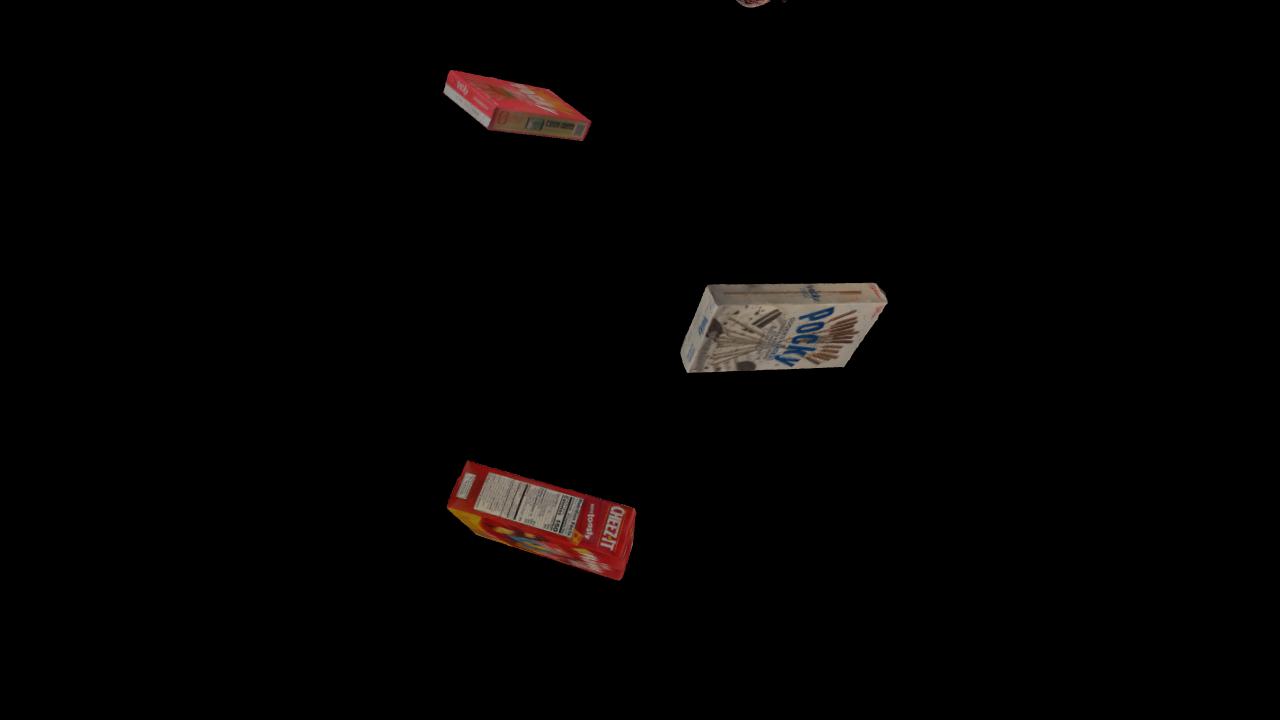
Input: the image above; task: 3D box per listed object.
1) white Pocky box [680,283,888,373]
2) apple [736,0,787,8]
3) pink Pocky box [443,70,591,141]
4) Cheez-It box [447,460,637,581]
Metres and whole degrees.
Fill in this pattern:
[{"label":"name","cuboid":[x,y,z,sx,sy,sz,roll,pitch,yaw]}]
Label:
[{"label":"white Pocky box","cuboid":[0.116,-0.026,0.506,0.154,0.028,0.084,-2,-40,-18]},{"label":"apple","cuboid":[0.099,-0.334,0.494,0.079,0.093,0.079,-22,28,13]},{"label":"pink Pocky box","cuboid":[-0.135,-0.289,0.703,0.084,0.029,0.155,43,33,21]},{"label":"Cheez-It box","cuboid":[-0.119,0.213,0.803,0.223,0.071,0.166,15,-27,7]}]
